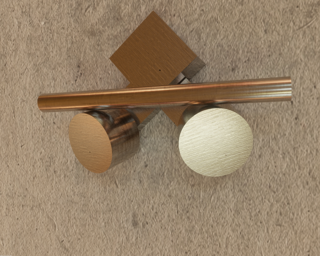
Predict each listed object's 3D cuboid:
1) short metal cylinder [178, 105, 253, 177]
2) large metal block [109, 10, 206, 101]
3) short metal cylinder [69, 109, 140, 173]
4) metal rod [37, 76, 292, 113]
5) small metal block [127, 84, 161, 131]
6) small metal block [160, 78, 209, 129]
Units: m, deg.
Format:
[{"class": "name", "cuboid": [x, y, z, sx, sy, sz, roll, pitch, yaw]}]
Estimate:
[{"class": "short metal cylinder", "cuboid": [0.061, 0.009, 0.360, 0.080, 0.050, 0.079, 0, 108, 1]}, {"class": "large metal block", "cuboid": [-0.002, -0.085, 0.395, 0.080, 0.050, 0.080, -44, 77, 14]}, {"class": "short metal cylinder", "cuboid": [-0.074, 0.013, 0.407, 0.080, 0.050, 0.079, 15, 115, 34]}, {"class": "metal rod", "cuboid": [-0.011, -0.036, 0.359, 0.301, 0.025, 0.025, -1, 90, 19]}, {"class": "small metal block", "cuboid": [-0.032, -0.029, 0.422, 0.050, 0.025, 0.050, -45, 76, 13]}, {"class": "small metal block", "cuboid": [0.036, -0.027, 0.397, 0.050, 0.025, 0.050, -45, 76, 14]}]
